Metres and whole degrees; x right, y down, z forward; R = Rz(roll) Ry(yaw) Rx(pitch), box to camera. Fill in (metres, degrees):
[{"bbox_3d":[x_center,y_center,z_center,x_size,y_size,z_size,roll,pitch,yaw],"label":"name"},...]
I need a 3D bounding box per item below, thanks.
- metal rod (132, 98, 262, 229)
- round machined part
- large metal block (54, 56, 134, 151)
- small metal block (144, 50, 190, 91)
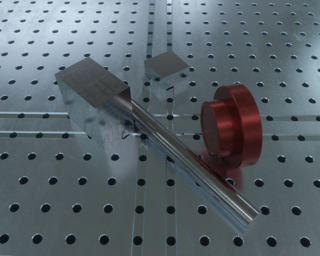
[{"bbox_3d":[0.001,0.010,0.398,0.025,0.025,0.300,-34,58,-25],"label":"metal rod"},{"bbox_3d":[0.077,-0.001,0.361,0.042,0.097,0.098,-9,51,-7],"label":"round machined part"},{"bbox_3d":[-0.081,-0.031,0.397,0.050,0.080,0.080,-37,60,-27],"label":"large metal block"},{"bbox_3d":[0.011,-0.091,0.484,0.050,0.025,0.050,-27,55,-21],"label":"small metal block"}]
